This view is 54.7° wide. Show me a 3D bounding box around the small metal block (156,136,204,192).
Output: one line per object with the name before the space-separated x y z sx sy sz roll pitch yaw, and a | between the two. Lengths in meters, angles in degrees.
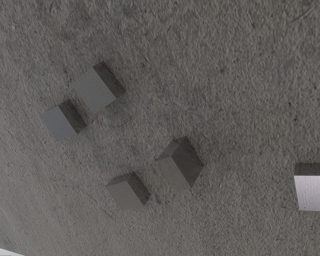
small metal block | 0.027 0.047 0.405 0.025 0.050 0.050 -22 107 36

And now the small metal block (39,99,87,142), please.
small metal block | -0.150 -0.011 0.479 0.050 0.025 0.050 -19 109 35

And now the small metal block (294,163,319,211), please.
small metal block | 0.184 0.067 0.352 0.050 0.025 0.050 -5 116 30

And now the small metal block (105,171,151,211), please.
small metal block | -0.051 0.102 0.497 0.050 0.025 0.050 -21 107 36

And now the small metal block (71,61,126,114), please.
small metal block | -0.083 -0.054 0.417 0.050 0.025 0.050 -28 103 37
